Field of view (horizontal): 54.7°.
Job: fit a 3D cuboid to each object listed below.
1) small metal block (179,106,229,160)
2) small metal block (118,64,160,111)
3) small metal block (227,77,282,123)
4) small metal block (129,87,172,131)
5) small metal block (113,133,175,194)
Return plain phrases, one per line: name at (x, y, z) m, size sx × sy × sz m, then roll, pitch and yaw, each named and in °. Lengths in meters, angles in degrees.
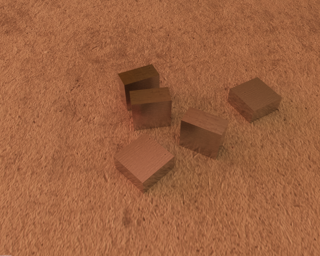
small metal block at (0.053, 0.007, 0.381) m, size 0.050 × 0.050 × 0.025 m, roll 22°, pitch 54°, yaw 17°
small metal block at (-0.029, -0.056, 0.434) m, size 0.050 × 0.050 × 0.025 m, roll -20°, pitch 53°, yaw -16°
small metal block at (0.133, -0.040, 0.438) m, size 0.050 × 0.025 × 0.050 m, roll -24°, pitch 54°, yaw -19°
small metal block at (-0.012, -0.025, 0.407) m, size 0.050 × 0.050 × 0.025 m, roll -7°, pitch 51°, yaw -6°
small metal block at (-0.019, 0.041, 0.369) m, size 0.050 × 0.025 × 0.050 m, roll -37°, pitch 59°, yaw -27°
